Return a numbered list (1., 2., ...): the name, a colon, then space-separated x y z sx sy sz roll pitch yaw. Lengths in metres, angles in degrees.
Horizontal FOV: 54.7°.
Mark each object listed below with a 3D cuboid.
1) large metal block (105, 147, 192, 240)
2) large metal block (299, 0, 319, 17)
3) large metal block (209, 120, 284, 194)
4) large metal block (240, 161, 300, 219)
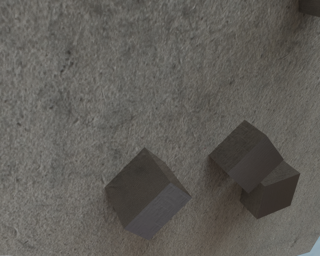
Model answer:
1. large metal block: -0.018 0.087 0.417 0.080 0.080 0.050 -45 130 3
2. large metal block: 0.221 -0.184 0.381 0.050 0.080 0.080 -28 128 -11
3. large metal block: 0.140 0.047 0.499 0.080 0.050 0.080 -45 130 3
4. large metal block: 0.201 0.111 0.573 0.081 0.050 0.079 -14 124 -21
